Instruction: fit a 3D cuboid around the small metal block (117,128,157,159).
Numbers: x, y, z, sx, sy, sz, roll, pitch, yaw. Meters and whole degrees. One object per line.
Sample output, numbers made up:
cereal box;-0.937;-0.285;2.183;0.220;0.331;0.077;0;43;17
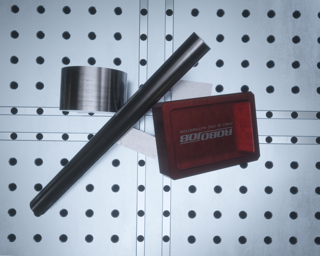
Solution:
small metal block;-0.024;0.017;0.401;0.050;0.050;0.025;23;90;-1

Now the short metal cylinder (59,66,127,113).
short metal cylinder;-0.082;-0.044;0.385;0.081;0.080;0.050;3;90;-1

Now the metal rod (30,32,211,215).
metal rod;-0.059;0.008;0.366;0.025;0.025;0.299;46;108;-1

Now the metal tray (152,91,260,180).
metal tray;0.060;0.006;0.383;0.131;0.030;0.089;-9;95;-23

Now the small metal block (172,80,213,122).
small metal block;0.040;-0.036;0.414;0.050;0.025;0.050;7;90;-1
